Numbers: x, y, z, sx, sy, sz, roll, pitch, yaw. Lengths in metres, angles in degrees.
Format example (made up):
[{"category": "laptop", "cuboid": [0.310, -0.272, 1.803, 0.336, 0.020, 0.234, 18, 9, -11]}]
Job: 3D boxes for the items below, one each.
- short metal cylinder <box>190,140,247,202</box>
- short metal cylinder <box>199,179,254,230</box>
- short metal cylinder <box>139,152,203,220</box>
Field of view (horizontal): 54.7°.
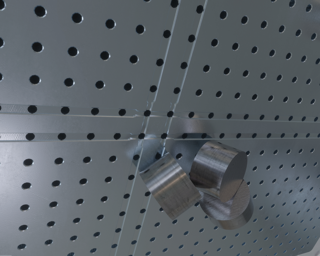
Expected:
[{"category": "short metal cylinder", "cuboid": [0.089, 0.064, 0.464, 0.081, 0.050, 0.079, -29, 129, -42]}, {"category": "short metal cylinder", "cuboid": [0.108, 0.118, 0.502, 0.080, 0.080, 0.050, -37, 140, -4]}, {"category": "short metal cylinder", "cuboid": [0.015, 0.081, 0.434, 0.050, 0.080, 0.080, -36, 129, -4]}]
